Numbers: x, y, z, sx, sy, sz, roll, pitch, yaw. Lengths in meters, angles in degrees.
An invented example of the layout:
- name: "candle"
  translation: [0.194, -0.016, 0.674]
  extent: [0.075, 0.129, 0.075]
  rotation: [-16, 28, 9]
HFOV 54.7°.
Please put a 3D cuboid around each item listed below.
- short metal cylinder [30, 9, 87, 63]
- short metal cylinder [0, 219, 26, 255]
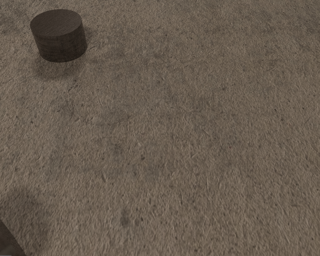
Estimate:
- name: "short metal cylinder"
  translation: [-0.166, -0.154, 0.514]
  extent: [0.081, 0.050, 0.080]
  rotation: [0, 50, 0]
- name: "short metal cylinder"
  translation: [-0.163, 0.107, 0.276]
  extent: [0.050, 0.080, 0.080]
  rotation: [-37, 59, -27]
